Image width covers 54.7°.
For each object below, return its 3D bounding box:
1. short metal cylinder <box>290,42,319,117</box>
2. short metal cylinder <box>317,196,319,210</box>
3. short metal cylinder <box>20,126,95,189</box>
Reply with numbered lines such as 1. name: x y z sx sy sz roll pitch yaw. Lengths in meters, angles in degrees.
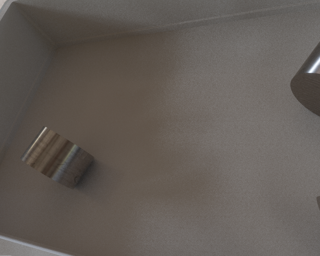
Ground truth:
1. short metal cylinder: 0.179 -0.046 0.304 0.080 0.080 0.050 32 80 38
2. short metal cylinder: 0.163 0.083 0.234 0.050 0.080 0.080 -23 53 15
3. short metal cylinder: -0.137 0.040 0.418 0.080 0.080 0.050 22 74 36
